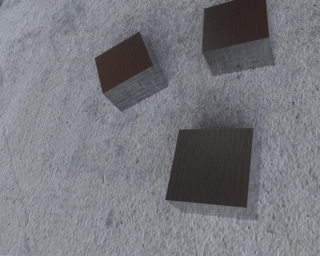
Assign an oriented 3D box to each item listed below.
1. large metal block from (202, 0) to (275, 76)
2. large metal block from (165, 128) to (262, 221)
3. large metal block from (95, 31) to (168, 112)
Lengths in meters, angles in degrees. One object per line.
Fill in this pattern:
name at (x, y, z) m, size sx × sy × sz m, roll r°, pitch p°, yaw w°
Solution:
large metal block at (0.103, -0.122, 0.409) m, size 0.080 × 0.050 × 0.080 m, roll -8°, pitch 58°, yaw 24°
large metal block at (0.059, 0.048, 0.327) m, size 0.080 × 0.050 × 0.080 m, roll -1°, pitch 61°, yaw 27°
large metal block at (-0.044, -0.084, 0.463) m, size 0.080 × 0.050 × 0.080 m, roll -28°, pitch 52°, yaw 11°
